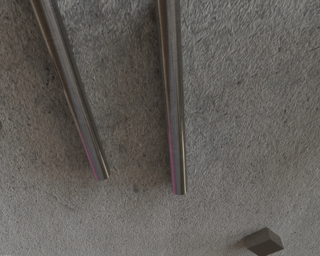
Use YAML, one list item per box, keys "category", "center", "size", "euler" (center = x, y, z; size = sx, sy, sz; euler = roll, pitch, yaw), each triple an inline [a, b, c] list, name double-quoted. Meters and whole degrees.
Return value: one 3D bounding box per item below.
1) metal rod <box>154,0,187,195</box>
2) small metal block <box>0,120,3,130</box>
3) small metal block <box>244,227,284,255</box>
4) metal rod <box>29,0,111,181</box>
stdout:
- category: "metal rod"
  center: [0.019, -0.017, 0.393]
  size: [0.025, 0.025, 0.298]
  euler: [-4, 130, 3]
- category: "small metal block"
  center: [-0.226, -0.006, 0.383]
  size: [0.025, 0.050, 0.050]
  euler: [-3, 130, 2]
- category: "small metal block"
  center: [0.202, 0.222, 0.600]
  size: [0.050, 0.025, 0.050]
  euler: [-36, 122, 26]
- category: "metal rod"
  center: [-0.102, -0.044, 0.368]
  size: [0.025, 0.025, 0.298]
  euler: [-5, 130, 4]
